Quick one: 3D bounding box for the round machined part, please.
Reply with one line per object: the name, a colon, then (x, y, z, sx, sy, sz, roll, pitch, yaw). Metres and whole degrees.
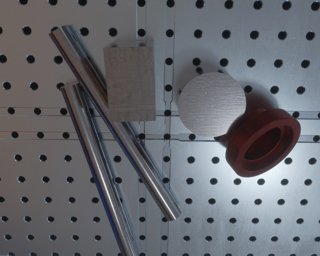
round machined part: (0.125, 0.014, 0.396, 0.099, 0.042, 0.097, -17, 135, -18)

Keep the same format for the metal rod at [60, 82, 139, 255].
metal rod: (-0.078, 0.081, 0.442, 0.025, 0.025, 0.298, -13, 110, 4)

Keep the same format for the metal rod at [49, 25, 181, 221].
metal rod: (-0.050, 0.006, 0.414, 0.025, 0.025, 0.299, -27, 108, 9)

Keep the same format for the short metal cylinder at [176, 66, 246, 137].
short metal cylinder: (0.061, -0.035, 0.388, 0.081, 0.050, 0.079, 0, 110, -1)

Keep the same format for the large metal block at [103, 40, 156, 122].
large metal block: (-0.031, -0.058, 0.362, 0.050, 0.080, 0.079, -2, 110, 0)
